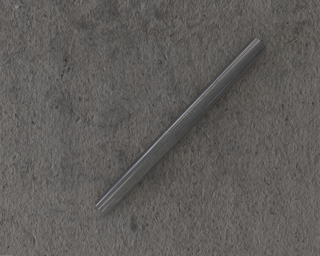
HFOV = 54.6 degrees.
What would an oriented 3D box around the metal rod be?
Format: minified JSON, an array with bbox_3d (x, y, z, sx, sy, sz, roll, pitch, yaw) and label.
[{"bbox_3d":[0.027,-0.002,0.410,0.025,0.025,0.300,44,90,0],"label":"metal rod"}]
